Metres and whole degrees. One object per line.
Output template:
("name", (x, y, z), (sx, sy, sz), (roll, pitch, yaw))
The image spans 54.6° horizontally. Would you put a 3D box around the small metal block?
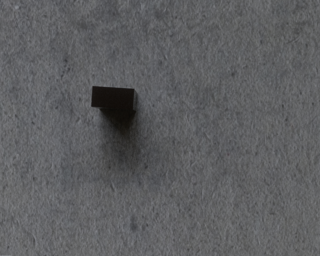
("small metal block", (-0.057, -0.037, 0.397), (0.050, 0.050, 0.025), (4, 90, 0))
